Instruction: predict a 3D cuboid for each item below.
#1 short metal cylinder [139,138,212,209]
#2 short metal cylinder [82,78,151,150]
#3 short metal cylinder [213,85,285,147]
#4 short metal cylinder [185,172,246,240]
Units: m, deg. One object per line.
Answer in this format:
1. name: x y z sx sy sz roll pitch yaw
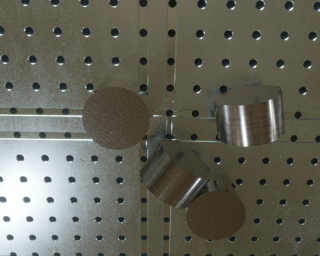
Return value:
1. short metal cylinder: 0.021 0.058 0.406 0.080 0.080 0.050 32 107 -11
2. short metal cylinder: -0.052 -0.019 0.393 0.081 0.050 0.079 0 110 0
3. short metal cylinder: 0.108 -0.017 0.379 0.080 0.080 0.050 -11 110 4
4. short metal cylinder: 0.076 0.110 0.441 0.081 0.050 0.079 0 110 0
